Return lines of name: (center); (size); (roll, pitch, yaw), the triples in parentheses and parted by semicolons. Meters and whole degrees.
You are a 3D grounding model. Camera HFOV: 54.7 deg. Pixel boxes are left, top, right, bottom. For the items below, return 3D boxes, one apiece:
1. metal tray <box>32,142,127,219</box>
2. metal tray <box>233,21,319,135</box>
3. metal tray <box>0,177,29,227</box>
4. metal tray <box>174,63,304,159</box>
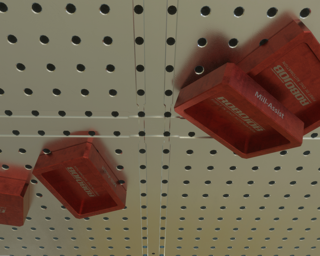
metal tray: (-0.119, 0.086, 0.479); (0.090, 0.030, 0.130); (-16, 129, 13)
metal tray: (0.161, -0.050, 0.368); (0.090, 0.030, 0.130); (-37, 122, 27)
metal tray: (-0.285, 0.115, 0.502); (0.131, 0.030, 0.089); (12, 129, -11)
metal tray: (0.094, -0.013, 0.370); (0.130, 0.030, 0.090); (33, 148, -22)
